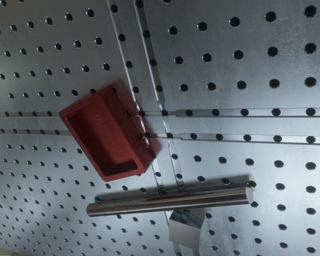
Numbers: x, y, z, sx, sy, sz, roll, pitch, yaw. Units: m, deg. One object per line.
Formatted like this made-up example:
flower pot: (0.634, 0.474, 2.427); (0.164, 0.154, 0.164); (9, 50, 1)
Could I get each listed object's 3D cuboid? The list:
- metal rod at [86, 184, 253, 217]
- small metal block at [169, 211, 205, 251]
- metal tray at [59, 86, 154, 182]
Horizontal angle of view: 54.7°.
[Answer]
metal rod: (-0.004, 0.118, 0.484); (0.300, 0.025, 0.025); (-15, 111, 33)
small metal block: (0.042, 0.159, 0.486); (0.050, 0.025, 0.050); (12, 124, 21)
metal tray: (-0.078, 0.013, 0.455); (0.090, 0.030, 0.130); (-19, 109, 35)
